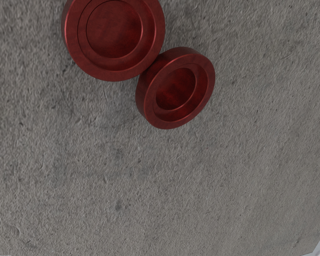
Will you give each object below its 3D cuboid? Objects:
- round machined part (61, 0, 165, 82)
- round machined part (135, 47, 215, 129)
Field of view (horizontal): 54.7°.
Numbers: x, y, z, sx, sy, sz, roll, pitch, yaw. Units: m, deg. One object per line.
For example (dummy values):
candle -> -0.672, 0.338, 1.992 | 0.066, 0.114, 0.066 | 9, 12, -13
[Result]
round machined part -> -0.048, -0.099, 0.308 | 0.099, 0.042, 0.097 | -14, 124, -21
round machined part -> 0.013, -0.050, 0.365 | 0.099, 0.042, 0.097 | -23, 136, -24
